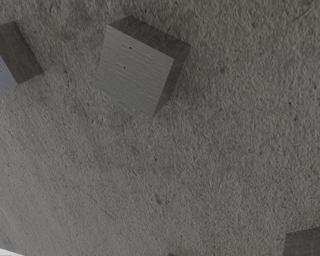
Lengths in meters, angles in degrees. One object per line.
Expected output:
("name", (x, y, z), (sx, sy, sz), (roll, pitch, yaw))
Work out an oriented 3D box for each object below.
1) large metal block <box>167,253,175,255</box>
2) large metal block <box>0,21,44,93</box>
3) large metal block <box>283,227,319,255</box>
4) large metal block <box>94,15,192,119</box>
("large metal block", (0.040, 0.279, 0.542), (0.080, 0.050, 0.079), (16, 125, 19))
("large metal block", (-0.233, -0.098, 0.453), (0.080, 0.050, 0.080), (-12, 112, 33))
("large metal block", (0.213, 0.171, 0.384), (0.080, 0.050, 0.080), (-31, 101, 38))
("large metal block", (-0.022, -0.071, 0.358), (0.080, 0.050, 0.079), (29, 128, 9))
